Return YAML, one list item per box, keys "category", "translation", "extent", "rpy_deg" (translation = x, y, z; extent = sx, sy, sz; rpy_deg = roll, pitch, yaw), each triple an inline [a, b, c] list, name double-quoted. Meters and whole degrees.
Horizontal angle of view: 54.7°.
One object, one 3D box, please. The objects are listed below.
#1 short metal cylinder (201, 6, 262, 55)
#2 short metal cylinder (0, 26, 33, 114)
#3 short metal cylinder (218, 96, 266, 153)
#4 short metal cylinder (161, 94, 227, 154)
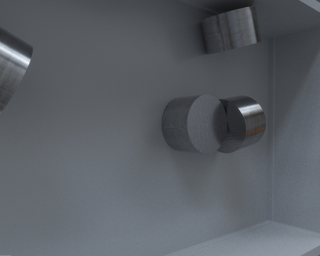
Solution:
- category: "short metal cylinder"
  translation: [0.105, -0.144, 0.461]
  extent: [0.081, 0.080, 0.050]
  rpy_deg: [-24, 106, -38]
- category: "short metal cylinder"
  translation: [-0.147, -0.046, 0.248]
  extent: [0.050, 0.080, 0.080]
  rpy_deg: [31, 70, -36]
- category: "short metal cylinder"
  translation: [0.109, -0.007, 0.465]
  extent: [0.050, 0.080, 0.079]
  rpy_deg: [-13, 99, -40]
- category: "short metal cylinder"
  translation: [0.049, -0.005, 0.434]
  extent: [0.081, 0.050, 0.079]
  rpy_deg: [0, 90, -40]
